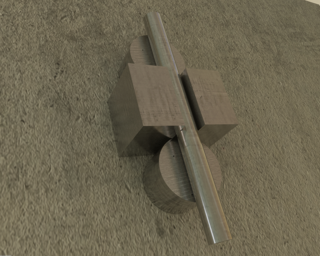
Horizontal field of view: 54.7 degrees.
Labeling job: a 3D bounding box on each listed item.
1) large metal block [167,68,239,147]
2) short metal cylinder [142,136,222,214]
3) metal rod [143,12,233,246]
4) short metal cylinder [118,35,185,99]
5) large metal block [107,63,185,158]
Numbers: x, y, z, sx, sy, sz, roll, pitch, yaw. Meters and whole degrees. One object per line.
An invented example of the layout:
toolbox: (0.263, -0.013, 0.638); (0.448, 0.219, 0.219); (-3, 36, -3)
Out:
large metal block: (0.047, -0.021, 0.407); (0.050, 0.080, 0.080); (-1, 62, -29)
short metal cylinder: (0.025, 0.057, 0.369); (0.081, 0.050, 0.080); (14, 56, -21)
metal rod: (0.024, -0.019, 0.365); (0.025, 0.025, 0.299); (-1, 62, -29)
short metal cylinder: (-0.012, -0.082, 0.432); (0.081, 0.050, 0.080); (14, 56, -21)
large metal block: (-0.021, -0.019, 0.370); (0.050, 0.080, 0.080); (-1, 62, -29)
